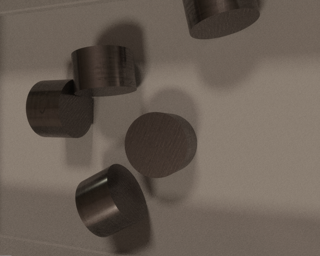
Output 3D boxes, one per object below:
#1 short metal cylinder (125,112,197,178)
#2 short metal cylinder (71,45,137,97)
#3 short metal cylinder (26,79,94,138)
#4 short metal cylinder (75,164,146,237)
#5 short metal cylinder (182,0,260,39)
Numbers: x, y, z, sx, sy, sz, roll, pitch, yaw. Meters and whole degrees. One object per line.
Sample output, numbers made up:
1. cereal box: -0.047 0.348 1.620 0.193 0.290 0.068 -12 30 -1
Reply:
1. short metal cylinder: 0.002 0.020 0.396 0.080 0.050 0.079 0 90 19
2. short metal cylinder: -0.073 -0.072 0.406 0.080 0.080 0.050 -6 88 19
3. short metal cylinder: -0.135 -0.026 0.427 0.050 0.080 0.079 1 90 20
4. short metal cylinder: -0.062 0.093 0.402 0.050 0.080 0.080 -29 81 17
5. short metal cylinder: 0.069 -0.142 0.357 0.080 0.080 0.050 -13 86 19
